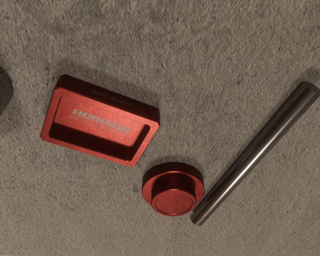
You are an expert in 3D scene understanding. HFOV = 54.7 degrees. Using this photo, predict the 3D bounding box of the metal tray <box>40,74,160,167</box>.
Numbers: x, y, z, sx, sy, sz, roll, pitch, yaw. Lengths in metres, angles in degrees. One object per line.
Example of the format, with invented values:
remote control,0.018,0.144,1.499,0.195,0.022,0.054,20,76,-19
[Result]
metal tray,-0.076,-0.005,0.398,0.131,0.030,0.089,19,127,-17

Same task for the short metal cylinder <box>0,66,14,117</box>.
short metal cylinder,-0.219,-0.039,0.354,0.081,0.050,0.079,0,130,0

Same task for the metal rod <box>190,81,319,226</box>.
metal rod,0.123,0.056,0.457,0.025,0.025,0.298,18,128,-15

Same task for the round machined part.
round machined part,0.021,0.101,0.483,0.099,0.042,0.097,-1,130,0
